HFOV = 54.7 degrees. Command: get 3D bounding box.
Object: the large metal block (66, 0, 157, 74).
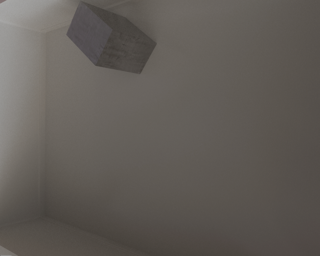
[{"bbox_3d":[-0.066,-0.121,0.423,0.080,0.081,0.050,46,118,29],"label":"large metal block"}]
